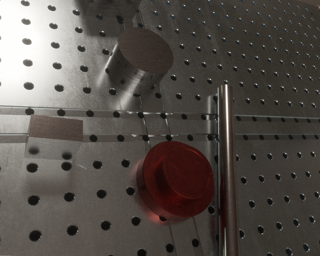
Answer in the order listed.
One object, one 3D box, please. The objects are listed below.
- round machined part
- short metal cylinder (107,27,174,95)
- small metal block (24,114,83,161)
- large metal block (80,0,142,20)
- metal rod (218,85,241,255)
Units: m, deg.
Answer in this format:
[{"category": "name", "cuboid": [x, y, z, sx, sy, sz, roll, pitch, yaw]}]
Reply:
[{"category": "round machined part", "cuboid": [0.025, 0.059, 0.376, 0.099, 0.042, 0.098, 14, 56, -21]}, {"category": "short metal cylinder", "cuboid": [-0.028, -0.094, 0.436, 0.081, 0.050, 0.080, 14, 56, -21]}, {"category": "small metal block", "cuboid": [-0.112, 0.012, 0.325, 0.050, 0.050, 0.025, 7, 59, -25]}, {"category": "large metal block", "cuboid": [-0.082, -0.221, 0.484, 0.081, 0.050, 0.080, -7, 66, -32]}, {"category": "metal rod", "cuboid": [0.092, 0.061, 0.422, 0.025, 0.025, 0.300, 19, 54, -18]}]
